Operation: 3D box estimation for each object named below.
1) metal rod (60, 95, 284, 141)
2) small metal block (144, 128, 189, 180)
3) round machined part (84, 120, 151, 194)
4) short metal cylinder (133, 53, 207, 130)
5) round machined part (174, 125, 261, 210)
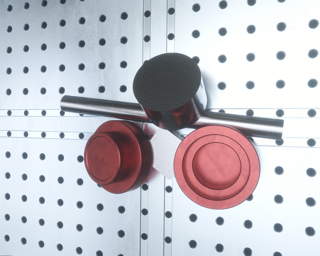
[{"bbox_3d":[0.001,-0.017,0.408,0.301,0.025,0.025,8,93,19],"label":"metal rod"},{"bbox_3d":[0.011,0.031,0.405,0.050,0.025,0.050,38,102,16],"label":"small metal block"},{"bbox_3d":[-0.062,0.038,0.408,0.098,0.042,0.097,1,91,38],"label":"round machined part"},{"bbox_3d":[0.013,-0.044,0.375,0.080,0.050,0.080,-6,63,13],"label":"short metal cylinder"},{"bbox_3d":[0.069,0.044,0.373,0.098,0.042,0.097,1,93,17],"label":"round machined part"}]
